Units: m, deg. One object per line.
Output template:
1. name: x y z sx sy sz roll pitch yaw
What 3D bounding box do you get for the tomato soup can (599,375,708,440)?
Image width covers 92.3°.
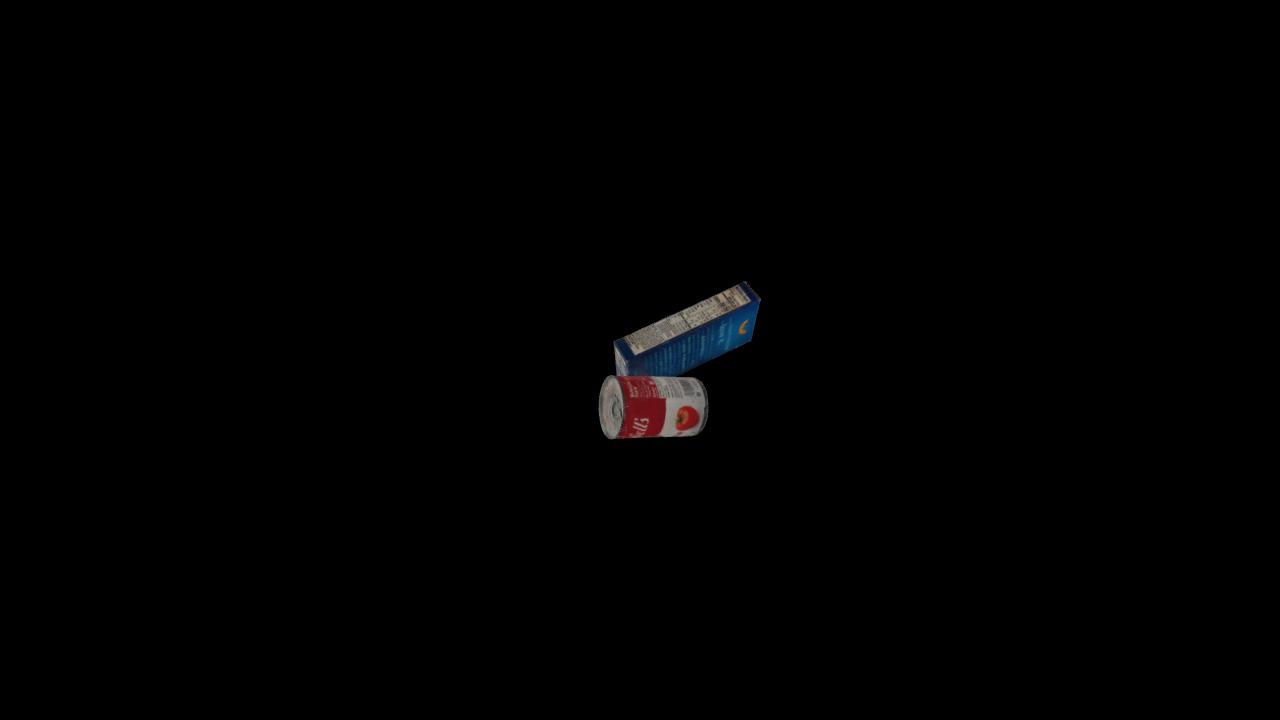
1. tomato soup can: 0.014 0.050 0.661 0.101 0.068 0.068 1 0 -25

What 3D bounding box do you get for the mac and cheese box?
1. mac and cheese box: 0.058 -0.024 0.764 0.184 0.041 0.093 -25 -31 -14
